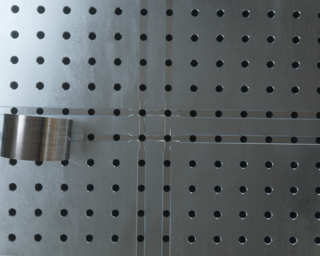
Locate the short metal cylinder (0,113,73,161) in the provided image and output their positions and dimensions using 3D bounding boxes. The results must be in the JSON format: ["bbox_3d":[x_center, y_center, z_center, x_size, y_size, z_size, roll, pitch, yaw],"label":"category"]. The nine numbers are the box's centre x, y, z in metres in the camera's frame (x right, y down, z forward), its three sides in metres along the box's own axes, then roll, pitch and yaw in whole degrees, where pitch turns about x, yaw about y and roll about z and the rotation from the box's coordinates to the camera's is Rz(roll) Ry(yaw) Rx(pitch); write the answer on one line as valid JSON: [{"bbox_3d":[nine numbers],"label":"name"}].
[{"bbox_3d":[-0.152,0.011,0.384,0.081,0.080,0.050,5,90,-1],"label":"short metal cylinder"}]
